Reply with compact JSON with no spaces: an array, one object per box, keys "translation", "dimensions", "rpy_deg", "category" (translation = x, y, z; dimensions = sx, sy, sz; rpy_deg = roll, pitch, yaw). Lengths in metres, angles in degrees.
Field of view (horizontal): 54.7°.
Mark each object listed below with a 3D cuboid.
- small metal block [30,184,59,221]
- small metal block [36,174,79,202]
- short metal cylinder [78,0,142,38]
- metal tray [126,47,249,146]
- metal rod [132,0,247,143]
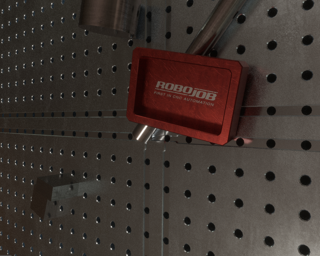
[{"translation":[-0.217,0.138,0.585],"dimensions":[0.050,0.025,0.050],"rpy_deg":[24,105,37],"category":"small metal block"},{"translation":[-0.178,0.102,0.537],"dimensions":[0.050,0.050,0.025],"rpy_deg":[17,101,38],"category":"small metal block"},{"translation":[-0.069,-0.158,0.428],"dimensions":[0.080,0.081,0.050],"rpy_deg":[16,100,38],"category":"short metal cylinder"},{"translation":[0.027,-0.040,0.357],"dimensions":[0.130,0.030,0.089],"rpy_deg":[15,106,25],"category":"metal tray"},{"translation":[0.051,-0.099,0.366],"dimensions":[0.025,0.025,0.298],"rpy_deg":[50,119,28],"category":"metal rod"}]
